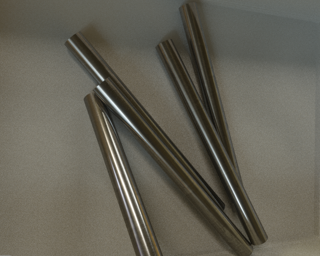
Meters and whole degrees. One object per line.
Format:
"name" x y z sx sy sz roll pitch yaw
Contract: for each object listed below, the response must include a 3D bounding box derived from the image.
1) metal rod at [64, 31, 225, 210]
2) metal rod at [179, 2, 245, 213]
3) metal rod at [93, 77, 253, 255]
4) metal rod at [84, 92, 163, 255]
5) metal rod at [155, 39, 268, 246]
"metal rod" -0.011 0.004 0.406 0.025 0.025 0.300 -43 104 -15
"metal rod" 0.078 -0.024 0.438 0.025 0.025 0.298 -18 96 -19
"metal rod" 0.025 0.059 0.396 0.025 0.025 0.300 -44 104 -15
"metal rod" -0.027 0.090 0.326 0.025 0.025 0.299 -15 67 -19
"metal rod" 0.071 0.021 0.420 0.025 0.025 0.299 -27 93 -18
